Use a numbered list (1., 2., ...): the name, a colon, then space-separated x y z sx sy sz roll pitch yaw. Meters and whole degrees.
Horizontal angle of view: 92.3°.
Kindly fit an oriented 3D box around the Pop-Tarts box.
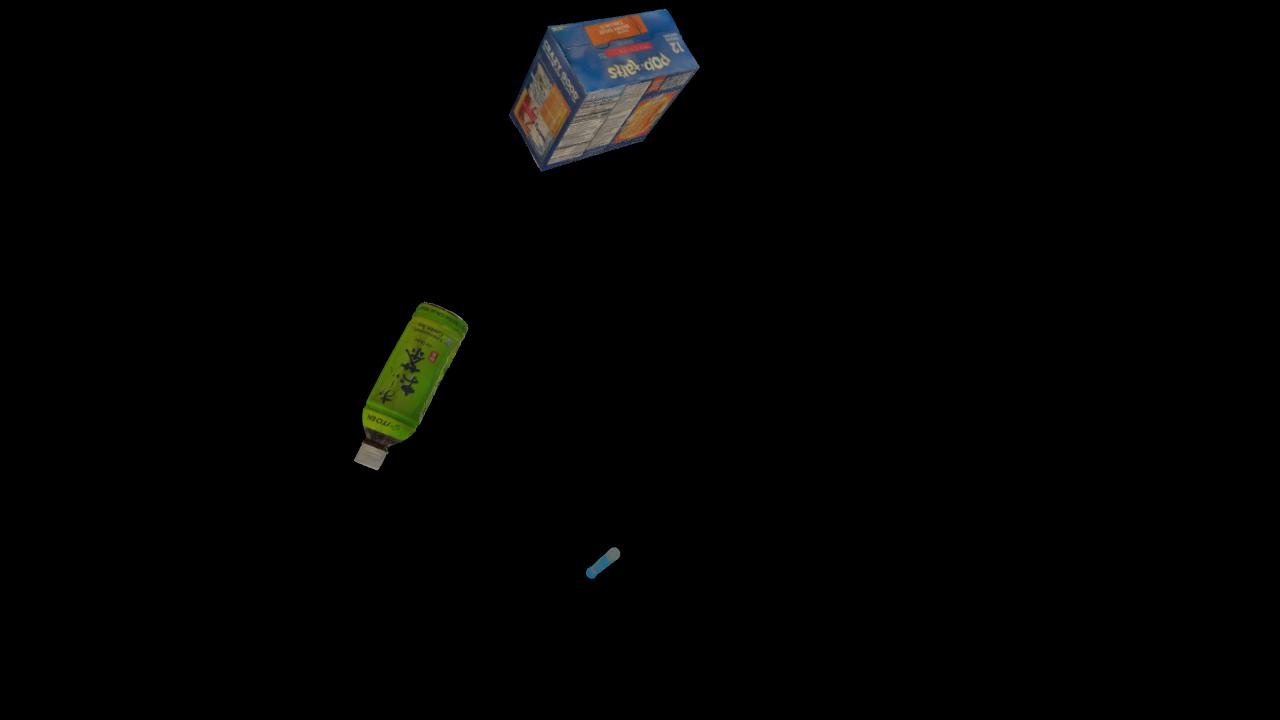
1. Pop-Tarts box: -0.043 -0.306 0.699 0.167 0.083 0.141 -30 -1 -33

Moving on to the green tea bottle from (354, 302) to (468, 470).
1. green tea bottle: -0.291 0.034 0.768 0.073 0.212 0.073 21 -15 6

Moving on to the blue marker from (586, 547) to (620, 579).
1. blue marker: -0.060 0.324 0.976 0.020 0.020 0.121 0 -32 -26
